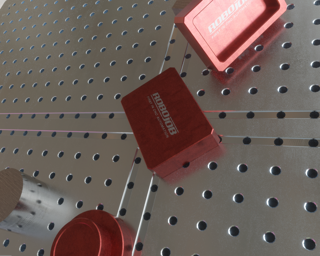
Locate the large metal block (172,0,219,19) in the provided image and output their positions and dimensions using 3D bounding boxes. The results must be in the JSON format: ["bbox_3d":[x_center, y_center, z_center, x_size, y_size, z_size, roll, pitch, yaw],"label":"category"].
[{"bbox_3d":[0.078,-0.189,0.467,0.080,0.050,0.080,20,72,35],"label":"large metal block"}]

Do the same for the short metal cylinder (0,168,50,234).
[{"bbox_3d":[-0.206,0.103,0.437,0.080,0.050,0.080,-13,56,21],"label":"short metal cylinder"}]

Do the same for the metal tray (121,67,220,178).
[{"bbox_3d":[0.009,-0.011,0.408,0.090,0.030,0.130,-32,52,7],"label":"metal tray"}]

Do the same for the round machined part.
[{"bbox_3d":[-0.085,0.142,0.355,0.098,0.042,0.098,-13,56,21],"label":"round machined part"}]

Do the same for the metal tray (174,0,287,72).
[{"bbox_3d":[0.094,-0.150,0.405,0.130,0.090,0.030,-44,27,-3],"label":"metal tray"}]
